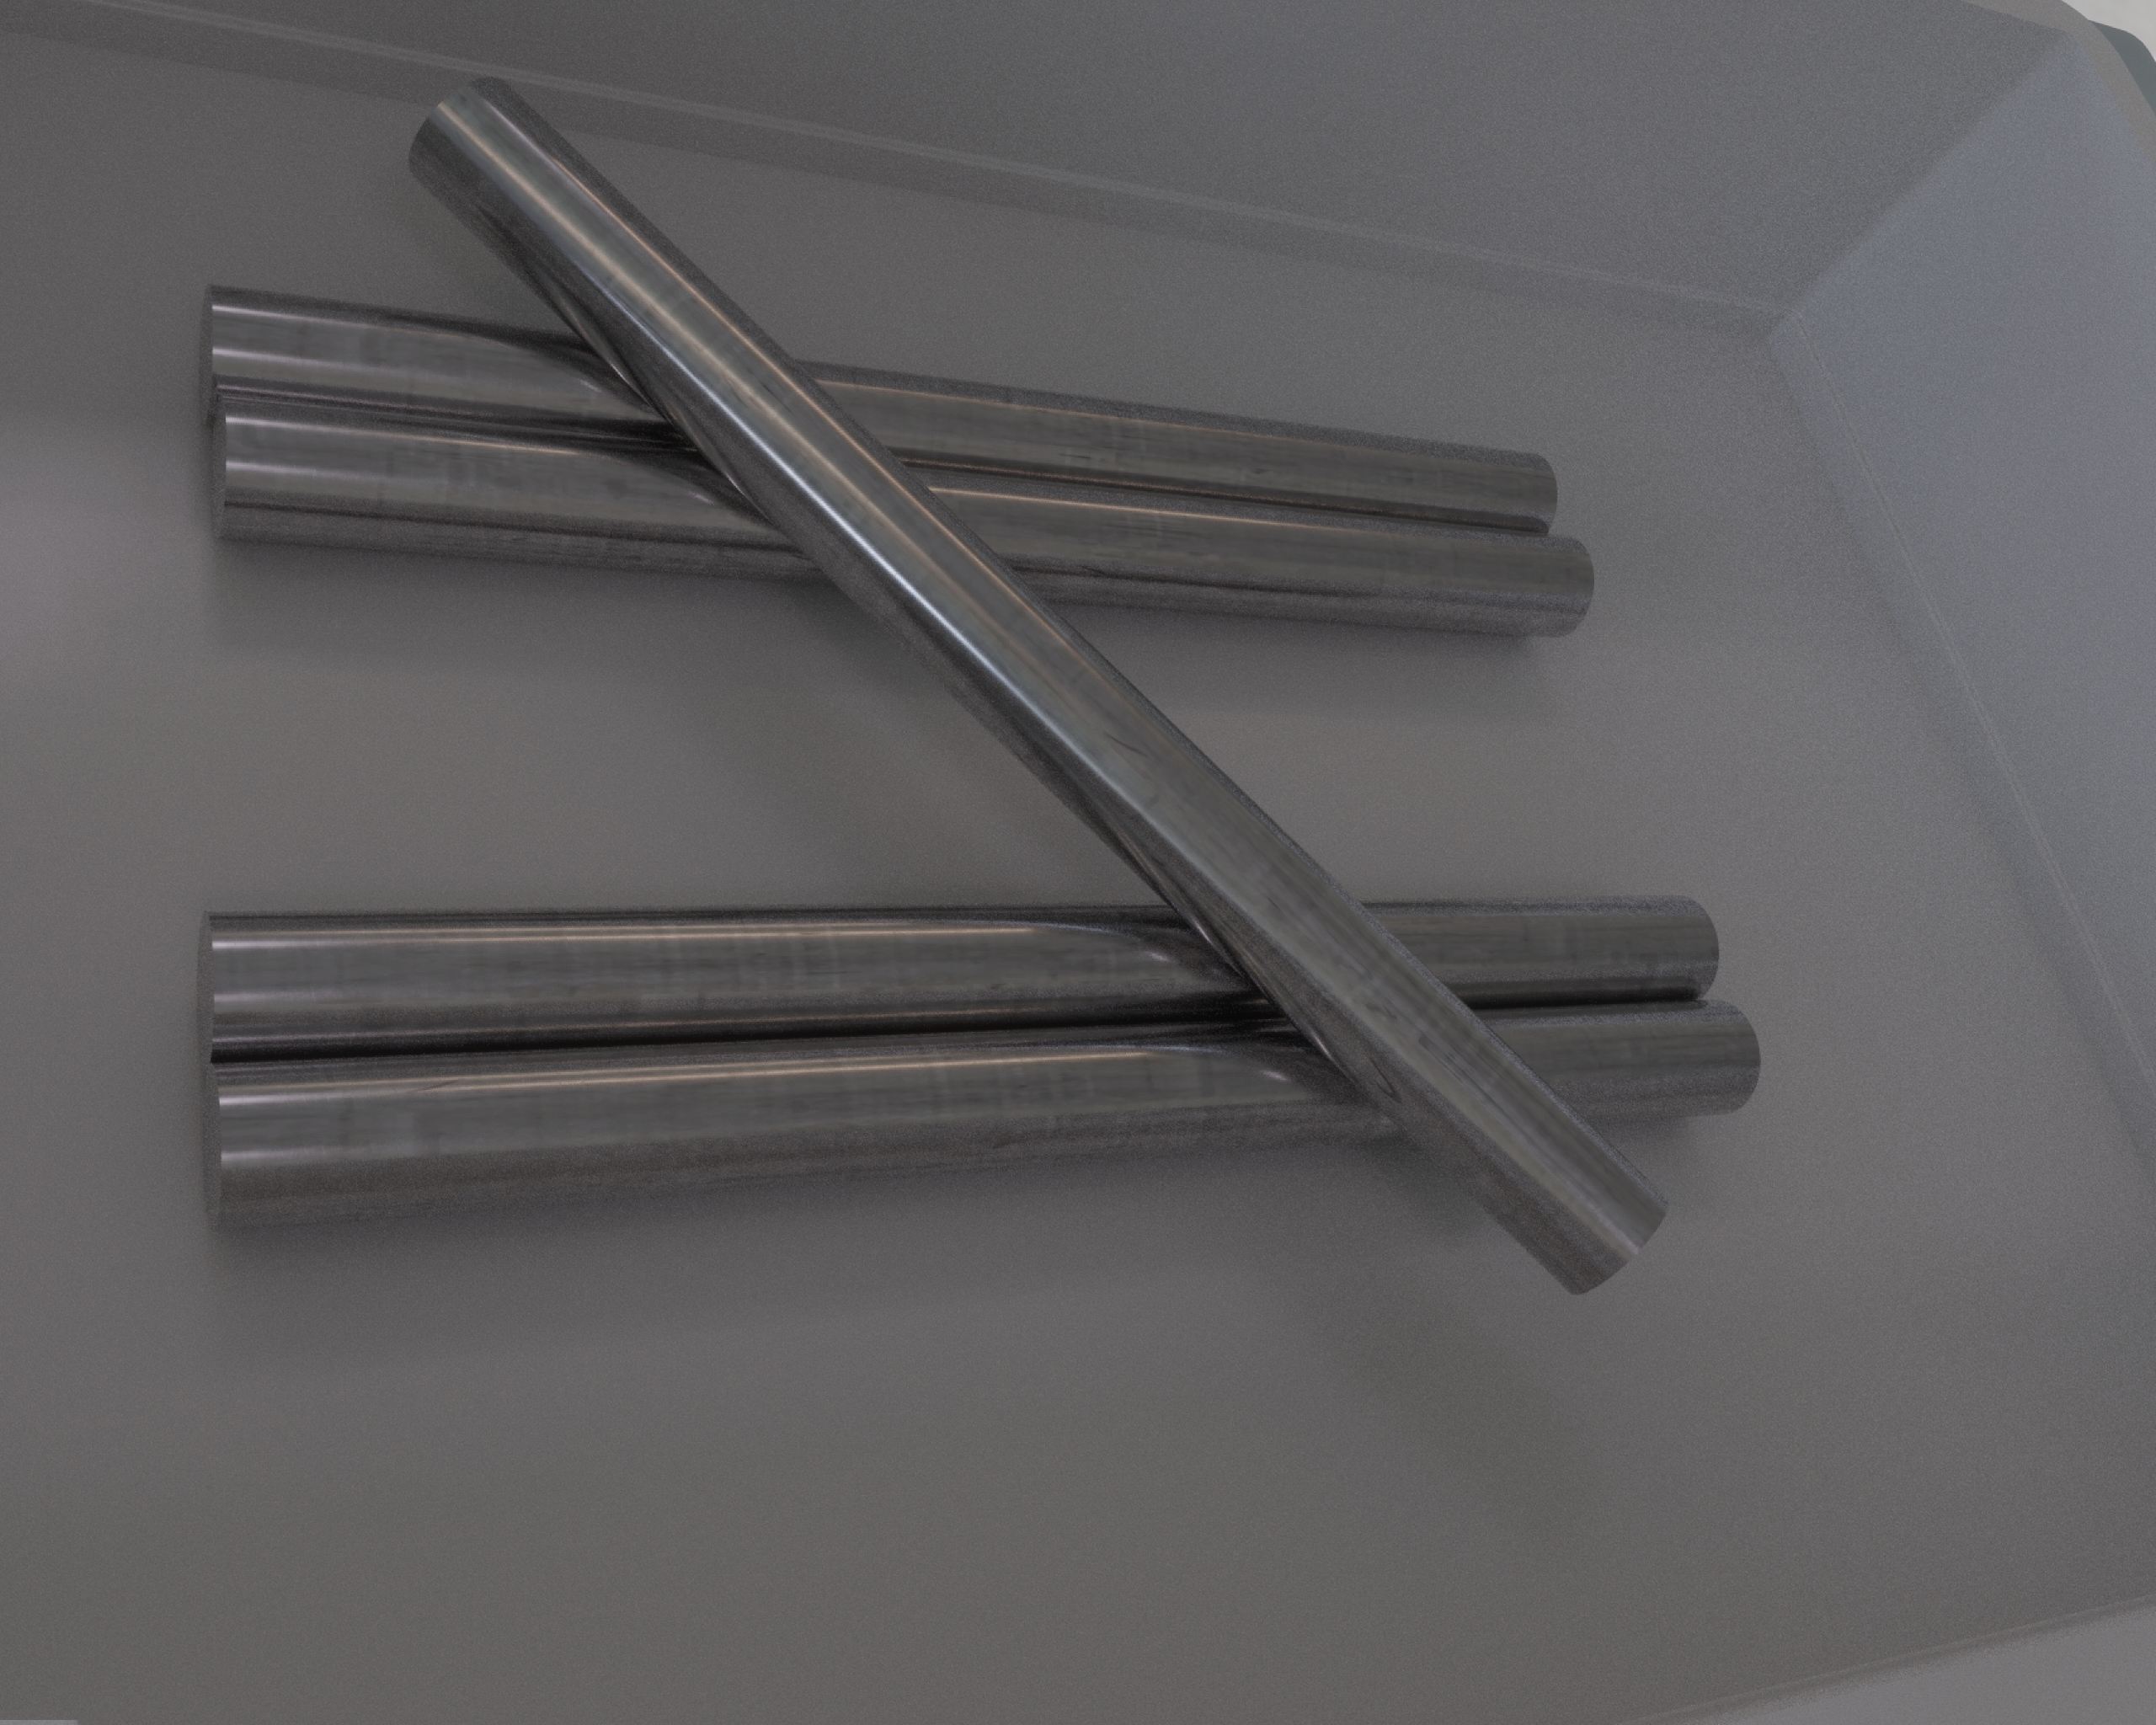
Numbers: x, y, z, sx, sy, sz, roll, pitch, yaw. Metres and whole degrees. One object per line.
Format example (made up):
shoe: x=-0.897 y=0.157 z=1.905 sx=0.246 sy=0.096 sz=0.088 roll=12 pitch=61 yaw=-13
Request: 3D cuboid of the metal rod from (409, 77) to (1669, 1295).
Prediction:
metal rod: x=-0.009 y=-0.034 z=0.388 sx=0.300 sy=0.025 sz=0.025 roll=44 pitch=51 yaw=2

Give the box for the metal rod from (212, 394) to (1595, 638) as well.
metal rod: x=-0.017 y=-0.068 z=0.436 sx=0.303 sy=0.025 sz=0.025 roll=0 pitch=62 yaw=-28

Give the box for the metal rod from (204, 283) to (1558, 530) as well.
metal rod: x=-0.023 y=-0.090 z=0.446 sx=0.303 sy=0.025 sz=0.025 roll=0 pitch=62 yaw=-28

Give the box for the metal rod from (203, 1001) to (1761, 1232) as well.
metal rod: x=0.005 y=0.042 z=0.380 sx=0.303 sy=0.025 sz=0.025 roll=0 pitch=62 yaw=-28

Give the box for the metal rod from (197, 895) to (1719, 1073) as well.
metal rod: x=0.000 y=0.020 z=0.391 sx=0.303 sy=0.025 sz=0.025 roll=0 pitch=62 yaw=-28
